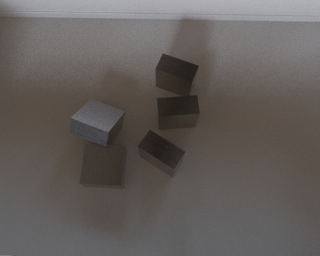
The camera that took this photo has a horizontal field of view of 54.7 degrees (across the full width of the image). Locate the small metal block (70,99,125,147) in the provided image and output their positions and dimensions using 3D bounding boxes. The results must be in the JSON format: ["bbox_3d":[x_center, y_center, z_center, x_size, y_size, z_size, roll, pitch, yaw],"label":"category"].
[{"bbox_3d":[-0.080,-0.008,0.399,0.050,0.025,0.050,21,38,7],"label":"small metal block"}]

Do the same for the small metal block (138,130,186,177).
[{"bbox_3d":[0.002,0.033,0.384,0.050,0.050,0.025,32,73,10],"label":"small metal block"}]

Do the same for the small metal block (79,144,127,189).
[{"bbox_3d":[-0.070,0.049,0.391,0.050,0.025,0.050,3,70,1],"label":"small metal block"}]

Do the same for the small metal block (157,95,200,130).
[{"bbox_3d":[0.022,-0.019,0.404,0.050,0.050,0.025,-4,70,-2],"label":"small metal block"}]

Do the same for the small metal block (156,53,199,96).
[{"bbox_3d":[0.022,-0.070,0.422,0.050,0.050,0.025,20,72,7],"label":"small metal block"}]
